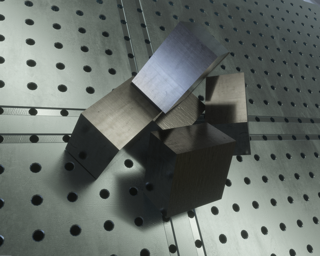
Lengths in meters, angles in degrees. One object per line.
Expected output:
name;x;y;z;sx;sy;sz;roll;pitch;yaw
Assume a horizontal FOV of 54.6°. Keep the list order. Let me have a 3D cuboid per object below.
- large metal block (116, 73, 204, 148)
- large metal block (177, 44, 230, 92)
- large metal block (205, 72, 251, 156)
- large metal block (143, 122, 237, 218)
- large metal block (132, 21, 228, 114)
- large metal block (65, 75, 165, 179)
large metal block;0.002;-0.021;0.407;0.080;0.050;0.080;43;51;1
large metal block;0.042;-0.083;0.446;0.050;0.080;0.080;43;51;1
large metal block;0.094;-0.016;0.423;0.050;0.080;0.080;-5;55;17
large metal block;0.032;0.045;0.353;0.081;0.079;0.050;-9;30;-32
large metal block;0.026;-0.070;0.348;0.050;0.080;0.080;44;26;2
large metal block;-0.050;0.000;0.344;0.050;0.080;0.080;44;51;2
